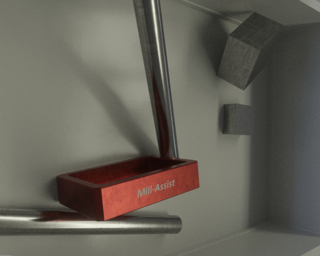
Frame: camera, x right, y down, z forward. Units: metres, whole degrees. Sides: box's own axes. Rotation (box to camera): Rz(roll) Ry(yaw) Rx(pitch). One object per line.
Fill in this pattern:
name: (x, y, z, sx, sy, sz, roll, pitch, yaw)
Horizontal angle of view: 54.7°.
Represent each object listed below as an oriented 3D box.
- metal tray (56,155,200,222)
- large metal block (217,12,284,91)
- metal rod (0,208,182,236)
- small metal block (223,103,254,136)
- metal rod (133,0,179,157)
metal tray: (-0.032, 0.058, 0.338, 0.131, 0.090, 0.030, -9, 96, -40)
large metal block: (0.139, -0.119, 0.484, 0.080, 0.050, 0.080, -45, 158, -31)
metal rod: (-0.091, 0.102, 0.331, 0.302, 0.025, 0.025, 16, 80, -39)
small metal block: (0.133, -0.013, 0.521, 0.050, 0.025, 0.050, 4, 87, -40)
metal rod: (-0.003, -0.058, 0.334, 0.025, 0.025, 0.298, -39, 136, -33)
